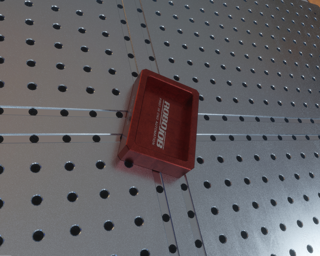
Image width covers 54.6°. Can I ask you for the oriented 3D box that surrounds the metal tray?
[{"bbox_3d":[0.003,-0.009,0.411,0.090,0.030,0.130,20,54,-17],"label":"metal tray"}]
